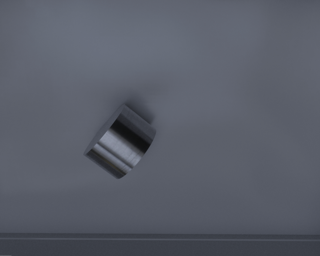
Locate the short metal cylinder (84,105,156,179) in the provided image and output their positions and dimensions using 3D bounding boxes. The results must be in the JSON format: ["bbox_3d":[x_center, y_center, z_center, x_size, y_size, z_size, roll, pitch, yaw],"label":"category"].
[{"bbox_3d":[-0.050,0.017,0.387,0.050,0.080,0.080,39,105,-14],"label":"short metal cylinder"}]
